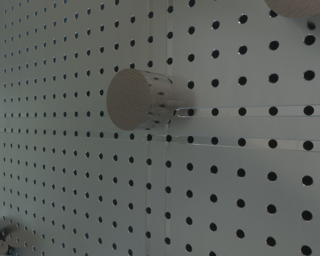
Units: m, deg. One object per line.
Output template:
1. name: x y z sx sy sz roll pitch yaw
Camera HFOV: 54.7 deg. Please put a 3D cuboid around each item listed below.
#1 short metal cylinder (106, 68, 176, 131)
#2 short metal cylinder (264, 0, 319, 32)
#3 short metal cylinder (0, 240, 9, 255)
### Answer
1. short metal cylinder: -0.026 -0.037 0.415 0.080 0.050 0.079 0 90 40
2. short metal cylinder: 0.139 -0.133 0.278 0.080 0.050 0.079 0 90 40
3. short metal cylinder: -0.387 0.293 0.694 0.080 0.081 0.050 19 102 38
